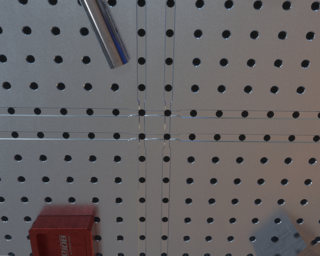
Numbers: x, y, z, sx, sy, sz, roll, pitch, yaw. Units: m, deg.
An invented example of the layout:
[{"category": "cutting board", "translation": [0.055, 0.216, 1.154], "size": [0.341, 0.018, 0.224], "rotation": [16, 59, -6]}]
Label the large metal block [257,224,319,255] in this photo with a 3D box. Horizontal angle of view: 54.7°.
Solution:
[{"category": "large metal block", "translation": [0.215, 0.212, 0.481], "size": [0.080, 0.050, 0.080], "rotation": [37, 106, -13]}]

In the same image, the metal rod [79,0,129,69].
[{"category": "metal rod", "translation": [-0.105, -0.208, 0.335], "size": [0.025, 0.025, 0.299], "rotation": [-21, 109, 7]}]

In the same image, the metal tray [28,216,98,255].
[{"category": "metal tray", "translation": [-0.145, 0.200, 0.482], "size": [0.091, 0.030, 0.129], "rotation": [0, 110, -1]}]
